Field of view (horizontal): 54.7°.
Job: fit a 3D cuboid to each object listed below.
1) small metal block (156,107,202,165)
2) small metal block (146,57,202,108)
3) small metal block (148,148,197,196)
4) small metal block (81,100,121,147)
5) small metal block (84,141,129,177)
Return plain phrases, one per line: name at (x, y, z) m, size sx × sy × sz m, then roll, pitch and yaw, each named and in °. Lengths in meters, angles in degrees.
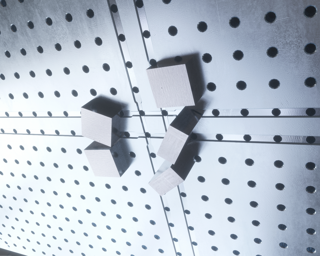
small metal block at (0.024, 0.009, 0.387) m, size 0.025 × 0.050 × 0.050 m, roll 30°, pitch 128°, yaw 9°
small metal block at (0.017, -0.053, 0.368) m, size 0.050 × 0.025 × 0.050 m, roll -2°, pitch 118°, yaw 29°
small metal block at (0.018, 0.059, 0.421) m, size 0.025 × 0.050 × 0.050 m, roll 45°, pitch 129°, yaw -3°
small metal block at (-0.086, -0.007, 0.450) m, size 0.050 × 0.025 × 0.050 m, roll 19°, pitch 126°, yaw 16°
small metal block at (-0.084, 0.049, 0.483) m, size 0.050 × 0.025 × 0.050 m, roll -3°, pitch 117°, yaw 29°
